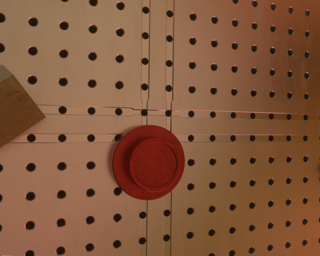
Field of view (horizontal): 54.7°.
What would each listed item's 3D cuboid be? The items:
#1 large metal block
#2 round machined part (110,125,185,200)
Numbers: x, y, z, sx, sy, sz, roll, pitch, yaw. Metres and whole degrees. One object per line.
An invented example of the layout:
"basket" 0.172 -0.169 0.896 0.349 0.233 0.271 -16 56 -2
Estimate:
"large metal block" -0.174 -0.017 0.312 0.080 0.080 0.050 -38 123 -17
"round machined part" -0.012 0.045 0.399 0.099 0.042 0.097 0 90 -20
